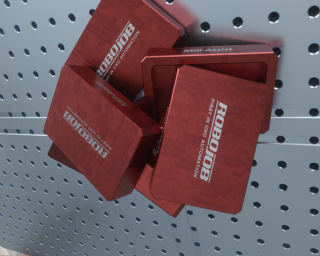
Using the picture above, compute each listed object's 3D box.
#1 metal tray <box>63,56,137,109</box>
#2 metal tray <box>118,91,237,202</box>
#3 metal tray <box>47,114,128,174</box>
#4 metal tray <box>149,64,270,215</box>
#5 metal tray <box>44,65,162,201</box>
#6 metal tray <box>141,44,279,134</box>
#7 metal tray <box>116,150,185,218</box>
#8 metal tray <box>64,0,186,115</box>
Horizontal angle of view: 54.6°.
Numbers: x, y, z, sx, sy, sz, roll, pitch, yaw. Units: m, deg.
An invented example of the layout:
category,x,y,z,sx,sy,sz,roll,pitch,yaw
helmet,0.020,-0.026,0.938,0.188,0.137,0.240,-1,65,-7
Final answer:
category,x,y,z,sx,sy,sz,roll,pitch,yaw
metal tray,-0.089,-0.037,0.432,0.090,0.030,0.129,33,129,6
metal tray,0.025,0.013,0.365,0.130,0.090,0.030,38,130,3
metal tray,-0.105,0.026,0.451,0.090,0.030,0.129,31,142,-12
metal tray,0.047,0.012,0.309,0.090,0.030,0.129,13,90,-4
metal tray,-0.068,0.002,0.331,0.130,0.030,0.089,39,118,27
metal tray,0.050,-0.039,0.329,0.131,0.030,0.089,-1,120,6
metal tray,-0.010,0.063,0.396,0.090,0.130,0.030,36,87,3
metal tray,-0.045,-0.085,0.355,0.090,0.030,0.129,39,115,-1
